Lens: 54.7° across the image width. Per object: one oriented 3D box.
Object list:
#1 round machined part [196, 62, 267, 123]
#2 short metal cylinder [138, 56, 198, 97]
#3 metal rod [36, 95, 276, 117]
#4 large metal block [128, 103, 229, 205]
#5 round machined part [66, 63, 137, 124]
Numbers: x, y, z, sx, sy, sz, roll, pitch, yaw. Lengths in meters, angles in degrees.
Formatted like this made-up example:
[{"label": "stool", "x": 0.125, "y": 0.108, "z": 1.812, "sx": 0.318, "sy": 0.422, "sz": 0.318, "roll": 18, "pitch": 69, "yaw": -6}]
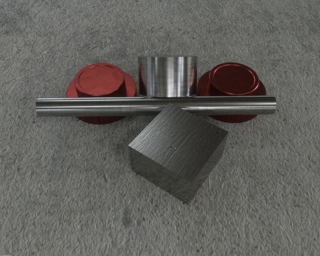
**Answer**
[{"label": "round machined part", "x": 0.102, "y": -0.056, "z": 0.442, "sx": 0.099, "sy": 0.042, "sz": 0.098, "roll": 0, "pitch": 50, "yaw": 0}, {"label": "short metal cylinder", "x": 0.011, "y": -0.073, "z": 0.426, "sx": 0.080, "sy": 0.050, "sz": 0.080, "roll": 0, "pitch": 15, "yaw": 0}, {"label": "metal rod", "x": -0.004, "y": -0.028, "z": 0.401, "sx": 0.302, "sy": 0.025, "sz": 0.025, "roll": -1, "pitch": 50, "yaw": -1}, {"label": "large metal block", "x": 0.022, "y": 0.028, "z": 0.363, "sx": 0.080, "sy": 0.050, "sz": 0.080, "roll": 28, "pitch": 56, "yaw": 22}, {"label": "round machined part", "x": -0.083, "y": -0.055, "z": 0.438, "sx": 0.099, "sy": 0.042, "sz": 0.098, "roll": 0, "pitch": 50, "yaw": 0}]
